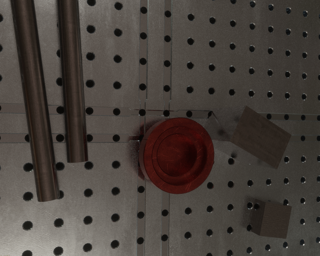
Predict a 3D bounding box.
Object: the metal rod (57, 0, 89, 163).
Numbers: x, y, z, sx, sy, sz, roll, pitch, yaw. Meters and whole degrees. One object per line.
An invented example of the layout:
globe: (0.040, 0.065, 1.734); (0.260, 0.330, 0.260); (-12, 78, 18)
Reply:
metal rod: (-0.108, -0.108, 0.372); (0.025, 0.025, 0.298); (-4, 91, -20)

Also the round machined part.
round machined part: (0.019, 0.035, 0.412); (0.099, 0.042, 0.097); (0, 90, -20)

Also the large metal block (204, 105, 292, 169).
large metal block: (0.115, 0.012, 0.427); (0.080, 0.080, 0.050); (29, 81, -18)

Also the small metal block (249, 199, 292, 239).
small metal block: (0.171, 0.140, 0.478); (0.050, 0.025, 0.050); (13, 86, -20)

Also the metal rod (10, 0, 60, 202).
metal rod: (-0.148, -0.065, 0.358); (0.025, 0.025, 0.298); (-8, 93, -20)
